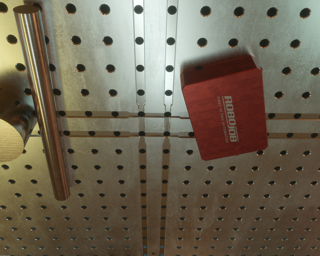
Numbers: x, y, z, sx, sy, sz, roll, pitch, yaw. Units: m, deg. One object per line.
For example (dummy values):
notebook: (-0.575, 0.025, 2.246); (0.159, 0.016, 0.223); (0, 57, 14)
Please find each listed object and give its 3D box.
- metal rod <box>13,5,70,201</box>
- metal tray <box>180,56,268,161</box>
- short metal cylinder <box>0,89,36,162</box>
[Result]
metal rod: (-0.145, -0.005, 0.404); (0.025, 0.025, 0.298); (3, 130, -3)
metal tray: (0.084, -0.019, 0.394); (0.090, 0.030, 0.129); (-13, 129, 10)
short metal cylinder: (-0.205, -0.002, 0.390); (0.081, 0.050, 0.079); (0, 130, 0)
